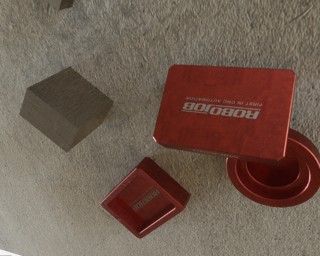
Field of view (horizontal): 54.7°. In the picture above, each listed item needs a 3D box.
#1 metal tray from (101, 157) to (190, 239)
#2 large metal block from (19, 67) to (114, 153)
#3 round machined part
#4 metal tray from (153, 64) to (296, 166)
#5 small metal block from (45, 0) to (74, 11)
[{"bbox_3d":[-0.026,0.113,0.485,0.090,0.030,0.129,42,129,-2],"label":"metal tray"},{"bbox_3d":[-0.124,-0.027,0.418,0.080,0.080,0.050,39,129,2],"label":"large metal block"},{"bbox_3d":[0.129,0.039,0.351,0.098,0.042,0.097,13,124,20],"label":"round machined part"},{"bbox_3d":[0.066,-0.017,0.322,0.130,0.030,0.090,8,77,23],"label":"metal tray"},{"bbox_3d":[-0.123,-0.176,0.361,0.050,0.025,0.050,38,129,2],"label":"small metal block"}]
